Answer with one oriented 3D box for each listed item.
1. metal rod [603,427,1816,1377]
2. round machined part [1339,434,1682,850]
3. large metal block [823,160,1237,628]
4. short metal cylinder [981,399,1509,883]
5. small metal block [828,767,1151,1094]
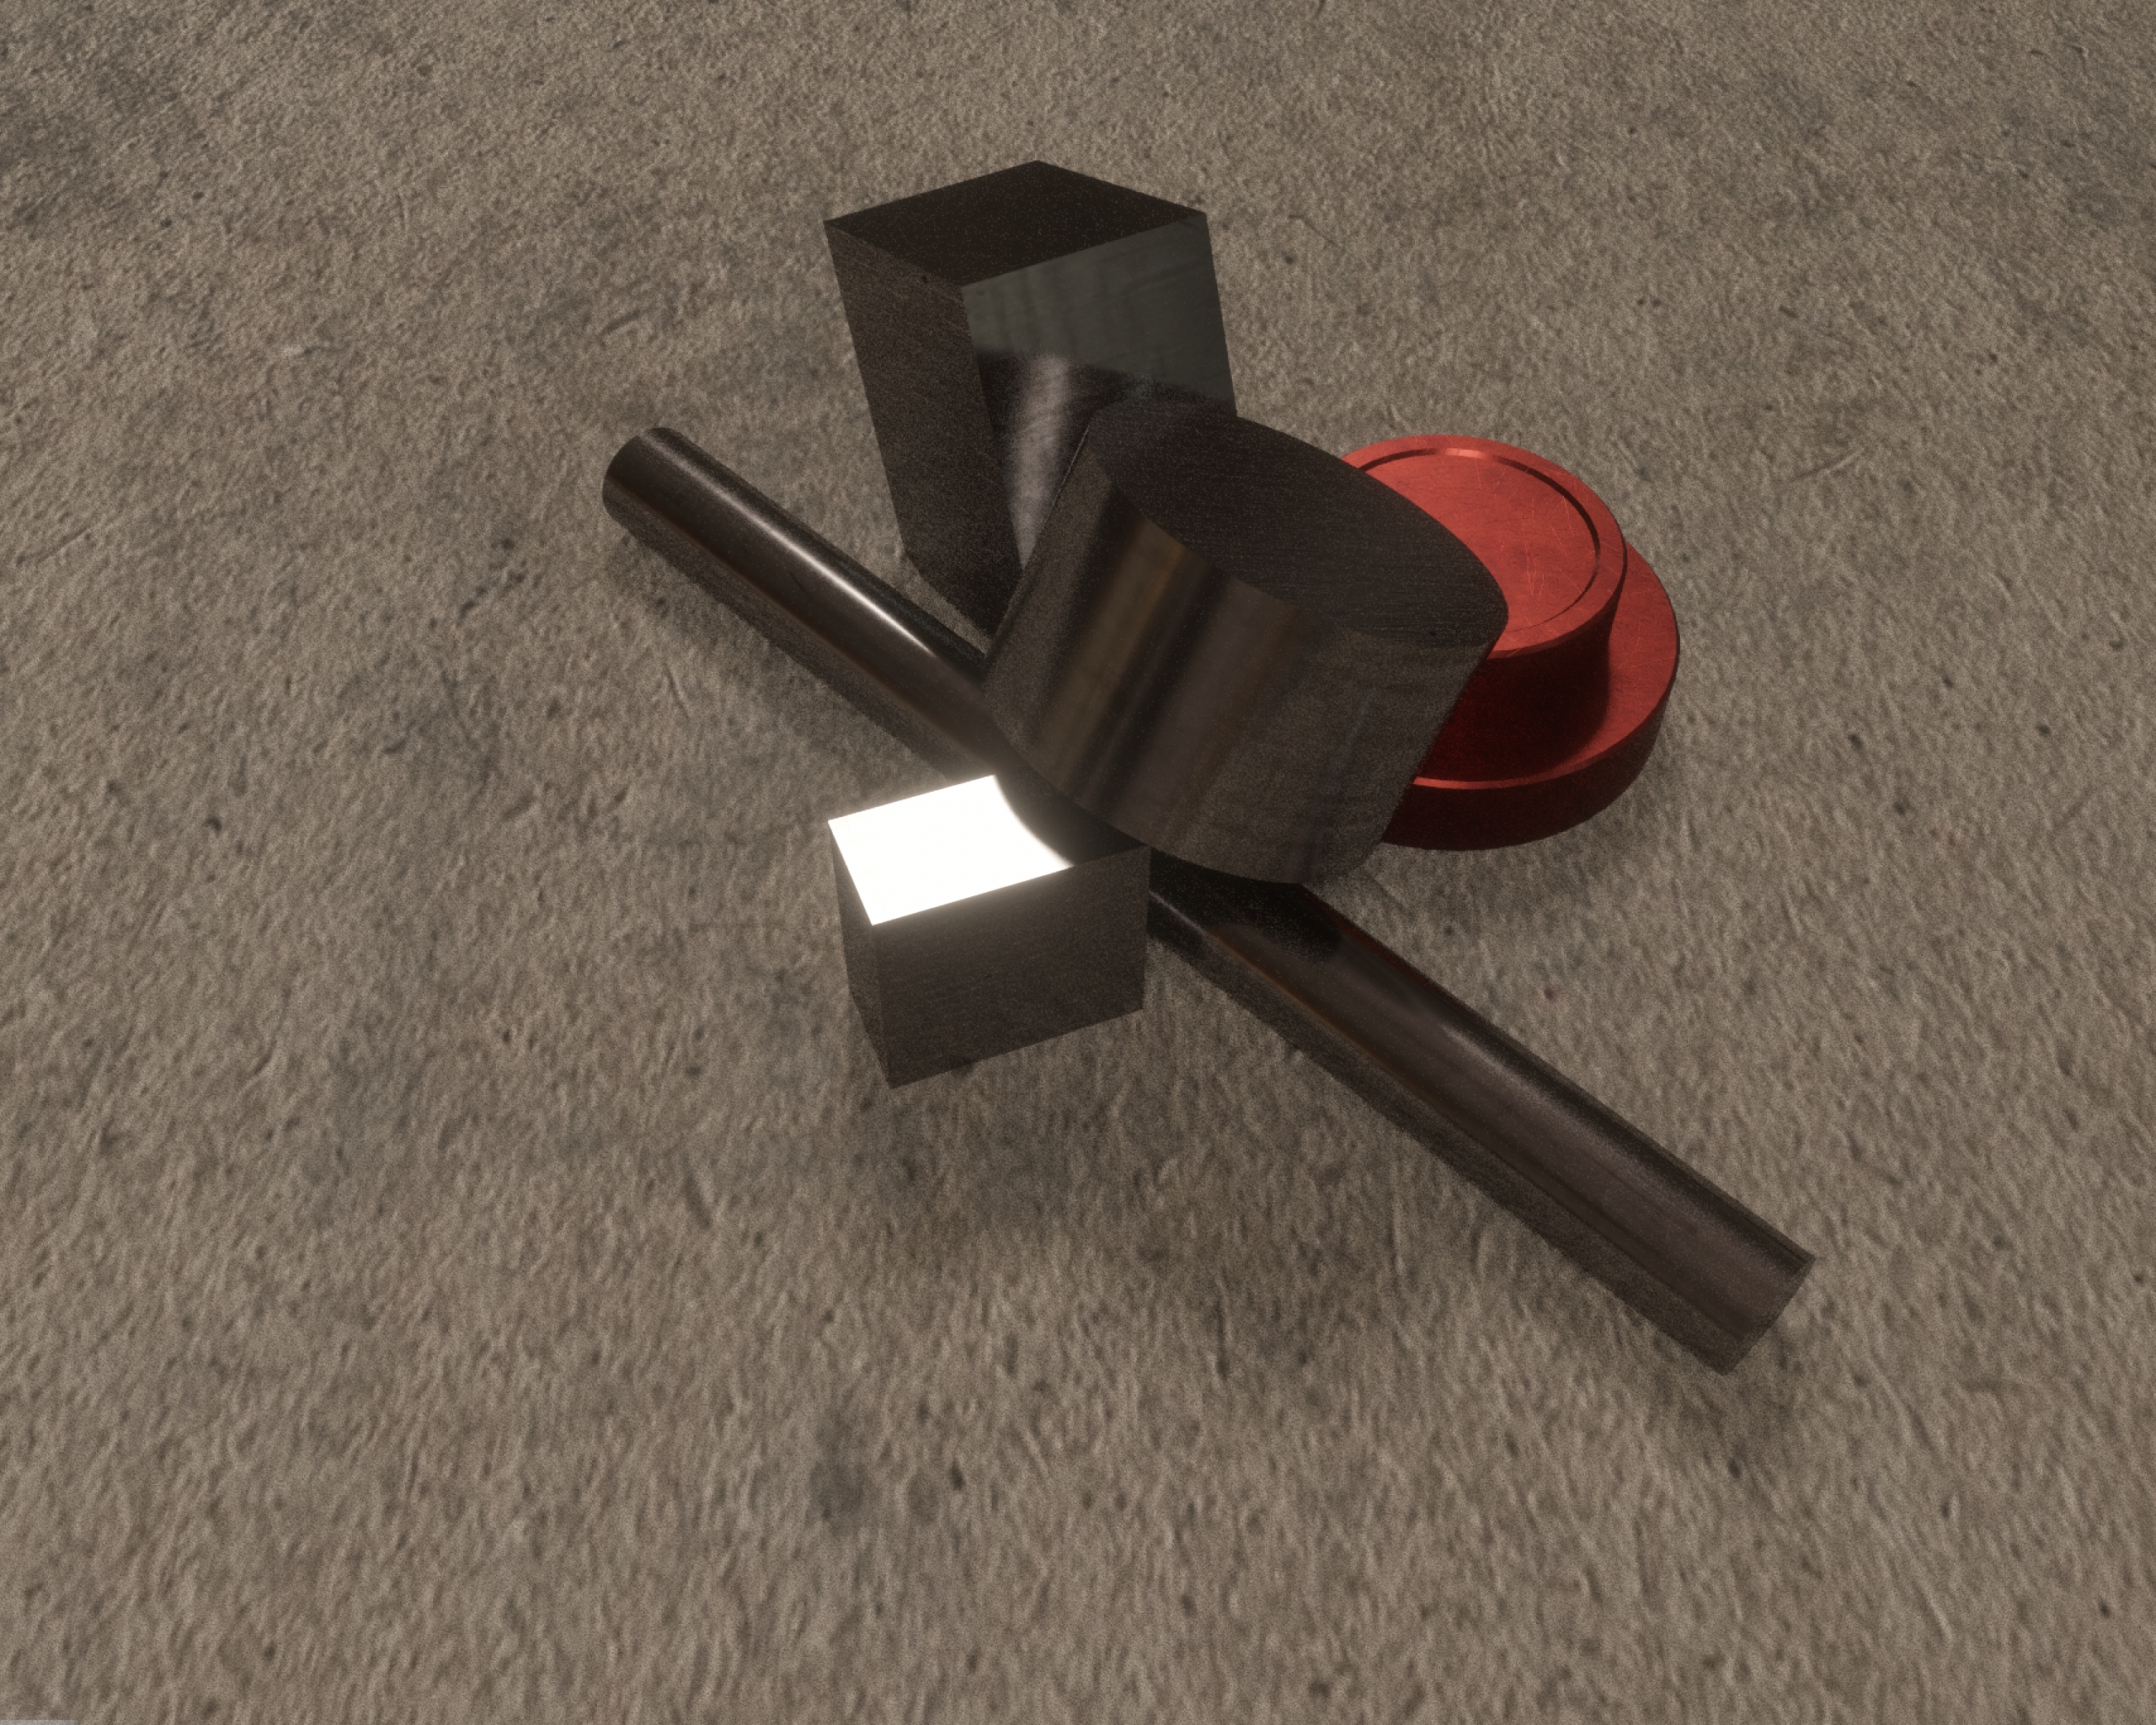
[{"bbox_3d":[0.008,-0.007,0.411,0.300,0.025,0.025,38,59,27],"label":"metal rod"},{"bbox_3d":[0.077,-0.053,0.438,0.099,0.042,0.098,0,50,0],"label":"round machined part"},{"bbox_3d":[-0.008,-0.095,0.435,0.050,0.080,0.080,-22,32,-16],"label":"large metal block"},{"bbox_3d":[0.029,-0.041,0.375,0.080,0.050,0.080,19,31,-12],"label":"short metal cylinder"},{"bbox_3d":[-0.016,0.011,0.380,0.050,0.050,0.025,-16,52,-14],"label":"small metal block"}]
